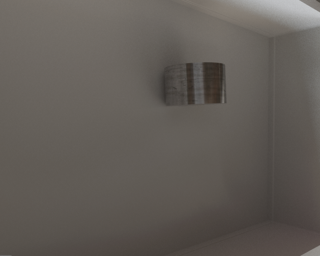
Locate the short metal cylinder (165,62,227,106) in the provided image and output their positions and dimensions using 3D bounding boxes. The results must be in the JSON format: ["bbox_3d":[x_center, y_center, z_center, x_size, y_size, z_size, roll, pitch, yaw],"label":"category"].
[{"bbox_3d":[0.047,-0.056,0.412,0.081,0.080,0.050,-5,94,-40],"label":"short metal cylinder"}]
